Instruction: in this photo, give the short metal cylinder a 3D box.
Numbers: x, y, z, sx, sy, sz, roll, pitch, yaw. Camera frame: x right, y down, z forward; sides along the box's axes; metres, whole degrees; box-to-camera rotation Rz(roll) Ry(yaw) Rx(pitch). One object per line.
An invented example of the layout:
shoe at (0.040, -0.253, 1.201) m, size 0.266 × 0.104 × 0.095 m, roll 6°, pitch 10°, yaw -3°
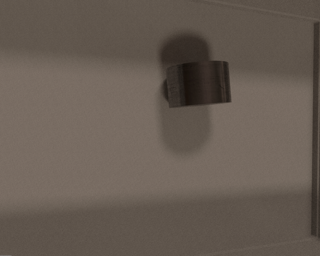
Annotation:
short metal cylinder at (0.050, -0.054, 0.401) m, size 0.081 × 0.080 × 0.050 m, roll -6°, pitch 92°, yaw -20°
